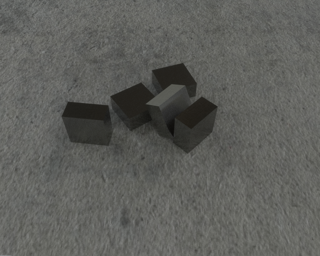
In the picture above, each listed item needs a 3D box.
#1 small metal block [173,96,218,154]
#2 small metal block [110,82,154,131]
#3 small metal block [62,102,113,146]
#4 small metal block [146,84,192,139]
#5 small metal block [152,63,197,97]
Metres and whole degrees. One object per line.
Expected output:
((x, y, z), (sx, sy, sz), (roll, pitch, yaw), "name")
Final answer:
((0.044, -0.003, 0.390), (0.025, 0.050, 0.050), (37, 59, 26), "small metal block")
((-0.033, -0.030, 0.428), (0.050, 0.025, 0.050), (-28, 56, -22), "small metal block")
((-0.090, -0.005, 0.390), (0.050, 0.050, 0.025), (5, 50, 4), "small metal block")
((0.016, -0.022, 0.402), (0.050, 0.050, 0.025), (-41, 34, -29), "small metal block")
((0.020, -0.066, 0.459), (0.050, 0.025, 0.050), (-16, 52, -14), "small metal block")
